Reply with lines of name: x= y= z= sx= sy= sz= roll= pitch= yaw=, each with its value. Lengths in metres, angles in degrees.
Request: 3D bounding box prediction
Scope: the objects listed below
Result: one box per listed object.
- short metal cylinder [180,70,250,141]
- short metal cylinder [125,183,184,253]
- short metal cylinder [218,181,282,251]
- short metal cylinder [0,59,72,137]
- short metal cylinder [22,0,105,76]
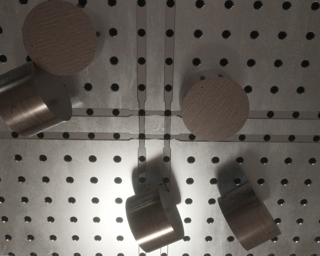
short metal cylinder: x=0.066 y=-0.030 z=0.390 sx=0.081 sy=0.050 sz=0.079 roll=0 pitch=110 yaw=-1
short metal cylinder: x=-0.006 y=0.124 z=0.430 sx=0.050 sy=0.080 sz=0.080 roll=-26 pitch=108 yaw=9
short metal cylinder: x=0.123 y=0.121 z=0.431 sx=0.050 sy=0.080 sz=0.080 roll=-32 pitch=107 yaw=11
short metal cylinder: x=-0.149 y=-0.036 z=0.369 sx=0.050 sy=0.080 sz=0.080 roll=-23 pitch=109 yaw=8
short metal cylinder: x=-0.109 y=-0.105 z=0.360 sx=0.081 sy=0.050 sz=0.079 roll=0 pitch=110 yaw=-1
